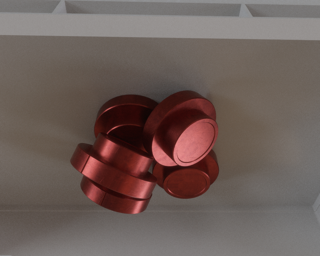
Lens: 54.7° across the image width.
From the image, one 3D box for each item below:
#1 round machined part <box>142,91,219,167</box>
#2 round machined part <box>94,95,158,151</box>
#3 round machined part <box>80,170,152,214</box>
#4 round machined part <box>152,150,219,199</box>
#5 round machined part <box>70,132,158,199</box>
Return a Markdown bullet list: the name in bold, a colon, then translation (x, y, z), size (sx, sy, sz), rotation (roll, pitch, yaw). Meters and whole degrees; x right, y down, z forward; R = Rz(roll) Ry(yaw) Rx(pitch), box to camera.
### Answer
- **round machined part**: translation (0.031, 0.007, 0.375), size (0.099, 0.042, 0.097), rotation (-22, 132, -26)
- **round machined part**: translation (-0.036, 0.008, 0.404), size (0.099, 0.042, 0.097), rotation (0, 130, 0)
- **round machined part**: translation (-0.056, 0.074, 0.430), size (0.099, 0.098, 0.042), rotation (20, 101, -17)
- **round machined part**: translation (0.038, 0.068, 0.456), size (0.099, 0.042, 0.097), rotation (-1, 130, 0)
- **round machined part**: translation (-0.046, 0.038, 0.350), size (0.098, 0.098, 0.042), rotation (26, 90, -21)
